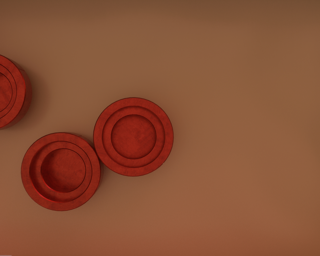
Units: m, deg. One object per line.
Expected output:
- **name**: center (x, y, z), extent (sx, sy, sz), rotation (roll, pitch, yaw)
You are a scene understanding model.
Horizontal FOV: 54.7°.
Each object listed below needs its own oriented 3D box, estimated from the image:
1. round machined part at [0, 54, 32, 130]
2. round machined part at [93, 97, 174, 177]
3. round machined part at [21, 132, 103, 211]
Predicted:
- **round machined part**: center (-0.214, -0.045, 0.400), extent (0.099, 0.042, 0.097), rotation (0, 90, -1)
- **round machined part**: center (-0.034, 0.012, 0.399), extent (0.099, 0.042, 0.097), rotation (0, 87, -6)
- **round machined part**: center (-0.122, 0.054, 0.401), extent (0.099, 0.042, 0.097), rotation (0, 90, -1)
